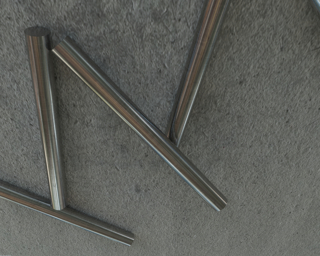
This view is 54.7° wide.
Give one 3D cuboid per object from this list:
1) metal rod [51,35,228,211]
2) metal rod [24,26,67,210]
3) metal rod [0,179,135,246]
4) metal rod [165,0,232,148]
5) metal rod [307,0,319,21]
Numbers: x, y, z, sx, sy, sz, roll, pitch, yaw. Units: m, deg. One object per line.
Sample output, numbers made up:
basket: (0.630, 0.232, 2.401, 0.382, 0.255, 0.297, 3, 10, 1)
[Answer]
metal rod: (-0.010, 0.009, 0.387, 0.025, 0.025, 0.300, -33, 115, 25)
metal rod: (-0.147, 0.013, 0.416, 0.025, 0.025, 0.298, 6, 130, -5)
metal rod: (-0.174, 0.141, 0.525, 0.301, 0.025, 0.025, 31, 124, -24)
metal rod: (0.043, -0.076, 0.342, 0.025, 0.025, 0.298, 9, 130, -8)
metal rod: (0.201, -0.092, 0.330, 0.025, 0.025, 0.301, -36, 122, 26)
